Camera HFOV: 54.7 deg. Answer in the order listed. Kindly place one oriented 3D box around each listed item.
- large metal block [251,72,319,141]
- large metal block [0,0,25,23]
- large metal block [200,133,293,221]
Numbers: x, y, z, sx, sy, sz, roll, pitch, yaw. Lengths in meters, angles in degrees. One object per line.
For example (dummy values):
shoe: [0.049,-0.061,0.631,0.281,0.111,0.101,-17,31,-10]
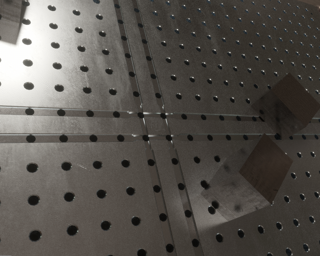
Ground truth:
large metal block: [0.219,-0.038,0.536,0.080,0.050,0.081,49,51,6]
large metal block: [-0.213,-0.192,0.395,0.081,0.050,0.080,12,57,-22]
large metal block: [0.110,0.064,0.396,0.050,0.080,0.080,45,51,3]
